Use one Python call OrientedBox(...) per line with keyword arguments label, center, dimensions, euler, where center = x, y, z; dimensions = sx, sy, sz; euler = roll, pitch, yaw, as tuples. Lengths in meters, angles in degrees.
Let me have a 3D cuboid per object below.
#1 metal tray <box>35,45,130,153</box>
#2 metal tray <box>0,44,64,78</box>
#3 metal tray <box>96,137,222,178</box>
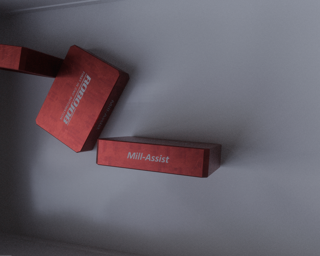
OrientedBox(label="metal tray", center=(-0.113, -0.041, 0.446), dimensions=(0.090, 0.030, 0.129), euler=(32, 100, 16))
OrientedBox(label="metal tray", center=(-0.216, -0.099, 0.450), dimensions=(0.130, 0.090, 0.030), euler=(11, 94, 19))
OrientedBox(label="metal tray", center=(0.002, 0.031, 0.374), dimensions=(0.130, 0.090, 0.030), euler=(4, 92, 19))
